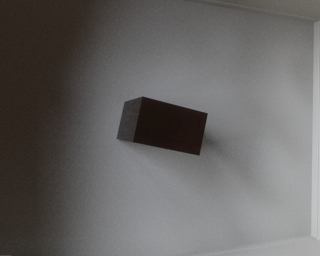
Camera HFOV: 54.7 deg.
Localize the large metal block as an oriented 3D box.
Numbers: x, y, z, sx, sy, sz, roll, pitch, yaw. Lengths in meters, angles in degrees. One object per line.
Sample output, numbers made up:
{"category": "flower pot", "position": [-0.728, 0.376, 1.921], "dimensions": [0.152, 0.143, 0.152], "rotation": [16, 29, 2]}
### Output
{"category": "large metal block", "position": [-0.001, -0.001, 0.380], "dimensions": [0.081, 0.080, 0.050], "rotation": [13, 86, -20]}
